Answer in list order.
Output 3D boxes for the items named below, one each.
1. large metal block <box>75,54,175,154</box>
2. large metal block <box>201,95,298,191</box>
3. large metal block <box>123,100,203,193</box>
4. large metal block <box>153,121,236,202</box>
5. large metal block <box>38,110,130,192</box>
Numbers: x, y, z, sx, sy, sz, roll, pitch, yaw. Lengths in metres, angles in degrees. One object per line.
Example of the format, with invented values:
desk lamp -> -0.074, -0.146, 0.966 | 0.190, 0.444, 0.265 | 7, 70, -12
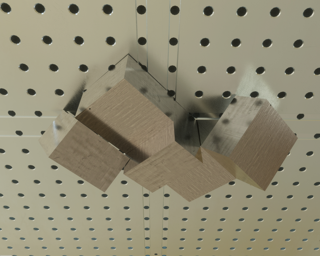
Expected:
large metal block -> -0.040, -0.026, 0.373 | 0.080, 0.050, 0.080 | -33, 123, 26
large metal block -> 0.111, 0.018, 0.383 | 0.080, 0.050, 0.080 | 41, 79, -30
large metal block -> 0.003, 0.022, 0.393 | 0.080, 0.080, 0.050 | -35, 123, 25
large metal block -> 0.047, 0.049, 0.437 | 0.080, 0.050, 0.080 | -34, 121, 25
large metal block -> -0.097, 0.027, 0.388 | 0.080, 0.080, 0.050 | 41, 80, -29
